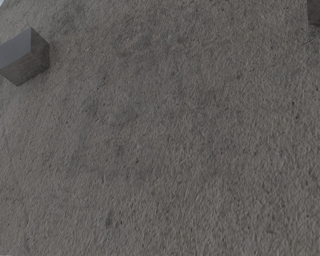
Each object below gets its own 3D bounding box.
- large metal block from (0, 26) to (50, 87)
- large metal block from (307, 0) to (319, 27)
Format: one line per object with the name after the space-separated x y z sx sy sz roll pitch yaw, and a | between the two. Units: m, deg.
-0.271 -0.142 0.618 0.080 0.050 0.080 -26 53 12 | large metal block
0.233 -0.161 0.364 0.080 0.050 0.080 30 78 37 | large metal block
